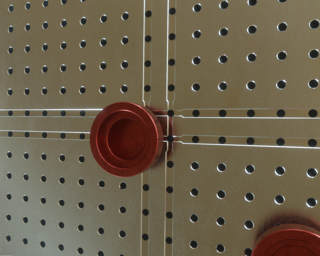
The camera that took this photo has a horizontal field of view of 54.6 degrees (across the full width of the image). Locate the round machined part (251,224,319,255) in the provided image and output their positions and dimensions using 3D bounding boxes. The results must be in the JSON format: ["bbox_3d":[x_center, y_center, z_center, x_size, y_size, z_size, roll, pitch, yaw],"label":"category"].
[{"bbox_3d":[0.153,0.156,0.349,0.098,0.042,0.097,0,90,20],"label":"round machined part"}]

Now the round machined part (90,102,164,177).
[{"bbox_3d":[-0.041,0.015,0.419,0.098,0.042,0.097,0,90,20],"label":"round machined part"}]
